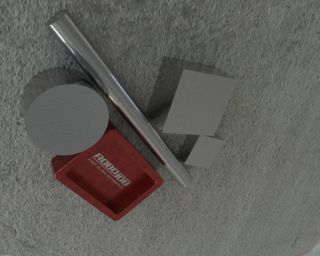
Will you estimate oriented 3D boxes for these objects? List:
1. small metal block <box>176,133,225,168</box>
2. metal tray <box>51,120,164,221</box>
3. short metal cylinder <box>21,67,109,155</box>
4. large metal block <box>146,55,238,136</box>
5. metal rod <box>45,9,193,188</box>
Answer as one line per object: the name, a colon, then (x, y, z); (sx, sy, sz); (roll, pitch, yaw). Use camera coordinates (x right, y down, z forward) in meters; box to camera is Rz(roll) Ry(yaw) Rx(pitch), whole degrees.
small metal block: (0.061, 0.029, 0.462); (0.050, 0.025, 0.050); (14, 111, -34)
metal tray: (-0.064, 0.059, 0.408); (0.090, 0.030, 0.130); (-39, 130, -2)
short metal cylinder: (-0.101, -0.018, 0.327); (0.081, 0.050, 0.079); (-14, 125, -21)
large metal block: (0.038, -0.039, 0.390); (0.081, 0.050, 0.079); (4, 116, -31)
metal rod: (-0.029, -0.011, 0.386); (0.025, 0.025, 0.300); (-39, 130, -3)
